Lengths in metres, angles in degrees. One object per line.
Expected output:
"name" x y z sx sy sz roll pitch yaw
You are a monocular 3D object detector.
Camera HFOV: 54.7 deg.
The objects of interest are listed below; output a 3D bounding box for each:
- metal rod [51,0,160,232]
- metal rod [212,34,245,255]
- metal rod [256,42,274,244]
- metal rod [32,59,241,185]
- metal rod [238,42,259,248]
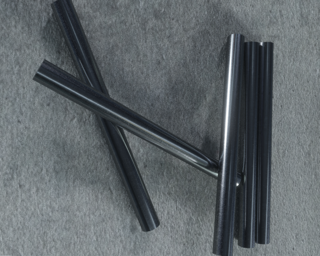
"metal rod" -0.064 -0.009 0.385 0.025 0.025 0.298 -23 98 -19
"metal rod" 0.095 0.014 0.420 0.025 0.025 0.299 11 77 -20
"metal rod" 0.156 0.022 0.468 0.025 0.025 0.298 1 90 -20
"metal rod" -0.009 0.007 0.387 0.301 0.025 0.025 30 80 -25
"metal rod" 0.131 0.024 0.459 0.025 0.025 0.298 1 90 -20
